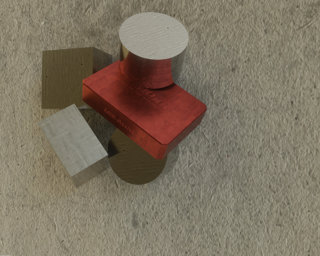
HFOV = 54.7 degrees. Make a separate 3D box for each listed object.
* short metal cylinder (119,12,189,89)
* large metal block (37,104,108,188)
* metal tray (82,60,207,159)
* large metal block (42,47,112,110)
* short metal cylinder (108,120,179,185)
[{"bbox_3d":[-0.009,-0.095,0.379,0.081,0.050,0.080,3,57,-5],"label":"short metal cylinder"},{"bbox_3d":[-0.113,0.027,0.413,0.050,0.080,0.080,-32,78,-19],"label":"large metal block"},{"bbox_3d":[-0.020,-0.032,0.384,0.130,0.091,0.030,37,142,16],"label":"metal tray"},{"bbox_3d":[-0.116,-0.066,0.436,0.080,0.050,0.080,1,90,20],"label":"large metal block"},{"bbox_3d":[-0.020,0.030,0.405,0.080,0.050,0.080,0,90,20],"label":"short metal cylinder"}]
